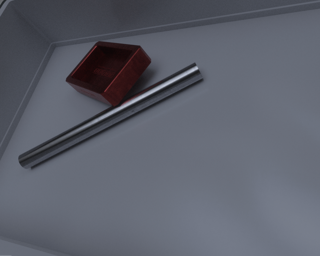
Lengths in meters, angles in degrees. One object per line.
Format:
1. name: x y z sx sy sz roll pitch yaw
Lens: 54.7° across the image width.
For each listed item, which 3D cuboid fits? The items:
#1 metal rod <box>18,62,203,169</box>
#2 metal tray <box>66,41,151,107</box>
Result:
1. metal rod: -0.078 -0.013 0.453 0.301 0.025 0.025 -26 53 11
2. metal tray: -0.084 -0.089 0.481 0.130 0.030 0.090 23 72 48
